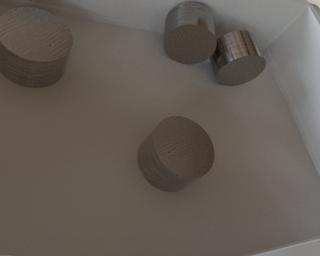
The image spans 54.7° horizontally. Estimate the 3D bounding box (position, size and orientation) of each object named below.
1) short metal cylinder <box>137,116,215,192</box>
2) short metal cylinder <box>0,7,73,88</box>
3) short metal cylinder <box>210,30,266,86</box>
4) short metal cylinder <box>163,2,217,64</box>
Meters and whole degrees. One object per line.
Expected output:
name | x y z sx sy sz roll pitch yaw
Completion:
short metal cylinder | 0.019 0.032 0.380 0.081 0.050 0.080 14 56 -21
short metal cylinder | -0.149 -0.095 0.367 0.081 0.050 0.080 14 56 -21
short metal cylinder | 0.125 -0.112 0.505 0.081 0.080 0.050 2 61 -27
short metal cylinder | 0.047 -0.146 0.485 0.081 0.080 0.050 17 55 -19
